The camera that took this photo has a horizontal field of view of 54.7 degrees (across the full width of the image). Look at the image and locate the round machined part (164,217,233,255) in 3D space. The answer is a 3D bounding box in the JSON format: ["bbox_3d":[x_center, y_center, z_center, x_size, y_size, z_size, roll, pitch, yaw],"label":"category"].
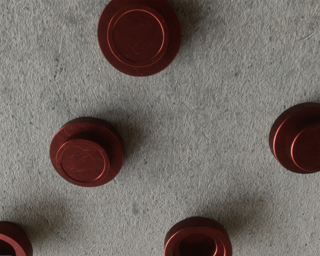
[{"bbox_3d":[0.055,0.174,0.465,0.099,0.042,0.097,0,110,0],"label":"round machined part"}]

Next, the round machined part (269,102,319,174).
[{"bbox_3d":[0.200,0.019,0.409,0.099,0.042,0.097,0,110,0],"label":"round machined part"}]

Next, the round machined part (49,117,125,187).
[{"bbox_3d":[-0.098,0.037,0.414,0.099,0.042,0.097,0,110,0],"label":"round machined part"}]

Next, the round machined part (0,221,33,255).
[{"bbox_3d":[-0.240,0.180,0.465,0.099,0.042,0.097,0,110,0],"label":"round machined part"}]

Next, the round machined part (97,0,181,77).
[{"bbox_3d":[-0.024,-0.108,0.361,0.099,0.042,0.097,0,110,0],"label":"round machined part"}]
